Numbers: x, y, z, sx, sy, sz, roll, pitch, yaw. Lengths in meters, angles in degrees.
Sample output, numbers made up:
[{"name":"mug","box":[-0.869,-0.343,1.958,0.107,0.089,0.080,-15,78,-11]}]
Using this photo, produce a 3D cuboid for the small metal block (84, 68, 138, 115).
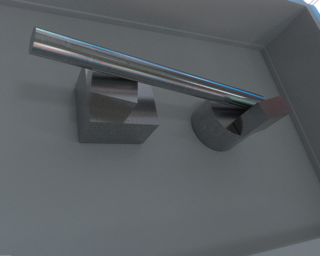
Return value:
[{"name":"small metal block","box":[-0.052,-0.047,0.341,0.050,0.025,0.050,12,56,-22]}]

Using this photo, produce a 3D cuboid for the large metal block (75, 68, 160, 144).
[{"name":"large metal block","box":[-0.054,-0.028,0.375,0.081,0.050,0.080,3,61,-27]}]

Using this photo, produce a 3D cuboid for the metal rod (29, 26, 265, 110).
[{"name":"metal rod","box":[0.012,-0.056,0.356,0.302,0.025,0.025,10,57,-32]}]

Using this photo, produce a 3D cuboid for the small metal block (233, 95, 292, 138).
[{"name":"small metal block","box":[0.133,-0.015,0.405,0.050,0.050,0.025,-16,70,-35]}]

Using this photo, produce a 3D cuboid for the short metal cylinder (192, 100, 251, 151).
[{"name":"short metal cylinder","box":[0.094,-0.013,0.448,0.081,0.050,0.080,14,56,-21]}]
